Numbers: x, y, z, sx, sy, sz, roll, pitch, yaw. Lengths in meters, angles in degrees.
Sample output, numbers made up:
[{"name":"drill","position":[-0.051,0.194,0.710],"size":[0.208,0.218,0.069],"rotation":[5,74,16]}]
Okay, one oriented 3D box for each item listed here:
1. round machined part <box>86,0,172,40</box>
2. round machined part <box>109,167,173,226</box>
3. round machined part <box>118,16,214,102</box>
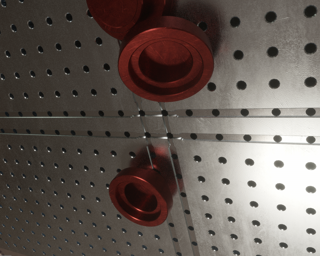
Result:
[{"name":"round machined part","position":[-0.040,-0.141,0.333],"size":[0.098,0.042,0.097],"rotation":[13,124,20]},{"name":"round machined part","position":[-0.025,0.099,0.473],"size":[0.098,0.042,0.097],"rotation":[13,124,20]},{"name":"round machined part","position":[0.006,-0.076,0.331],"size":[0.099,0.042,0.097],"rotation":[0,141,0]}]
